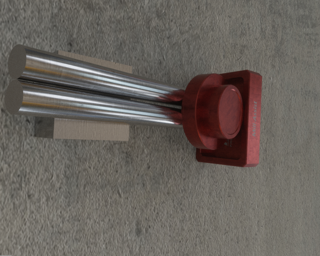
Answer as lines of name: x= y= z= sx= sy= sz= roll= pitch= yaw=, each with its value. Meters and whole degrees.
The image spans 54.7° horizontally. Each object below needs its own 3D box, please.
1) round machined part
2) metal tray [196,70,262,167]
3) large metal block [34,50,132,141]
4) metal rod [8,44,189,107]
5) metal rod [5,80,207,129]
round machined part: x=0.073 y=-0.021 z=0.395 sx=0.099 sy=0.042 sz=0.097 roll=-4 pitch=96 yaw=-51
metal tray: x=0.097 y=-0.012 z=0.447 sx=0.030 sy=0.090 sz=0.129 roll=5 pitch=87 yaw=-40
large metal block: x=-0.078 y=-0.028 z=0.321 sx=0.081 sy=0.050 sz=0.080 roll=4 pitch=87 yaw=-40
metal rod: x=-0.011 y=-0.041 z=0.340 sx=0.302 sy=0.025 sz=0.025 roll=4 pitch=88 yaw=-53
metal rod: x=-0.012 y=-0.015 z=0.339 sx=0.302 sy=0.025 sz=0.025 roll=5 pitch=87 yaw=-53
